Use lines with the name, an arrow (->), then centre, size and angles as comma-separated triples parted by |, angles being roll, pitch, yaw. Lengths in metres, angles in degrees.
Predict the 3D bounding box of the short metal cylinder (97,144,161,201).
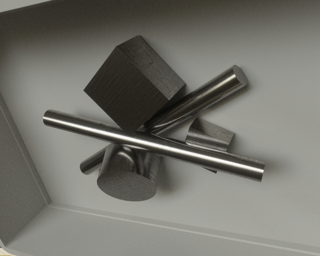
short metal cylinder -> -0.042, 0.060, 0.430 | 0.080, 0.050, 0.080 | 5, 140, 5

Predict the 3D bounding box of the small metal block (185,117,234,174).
small metal block -> 0.058, 0.022, 0.387 | 0.050, 0.025, 0.050 | 24, 127, 13

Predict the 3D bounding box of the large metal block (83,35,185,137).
large metal block -> -0.031, -0.050, 0.374 | 0.080, 0.050, 0.080 | 46, 129, -4

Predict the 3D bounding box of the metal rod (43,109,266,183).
metal rod -> -0.023, 0.017, 0.395 | 0.301, 0.025, 0.025 | 13, 124, 20

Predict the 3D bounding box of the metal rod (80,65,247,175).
metal rod -> -0.018, 0.005, 0.417 | 0.299, 0.025, 0.025 | -31, 102, 37
